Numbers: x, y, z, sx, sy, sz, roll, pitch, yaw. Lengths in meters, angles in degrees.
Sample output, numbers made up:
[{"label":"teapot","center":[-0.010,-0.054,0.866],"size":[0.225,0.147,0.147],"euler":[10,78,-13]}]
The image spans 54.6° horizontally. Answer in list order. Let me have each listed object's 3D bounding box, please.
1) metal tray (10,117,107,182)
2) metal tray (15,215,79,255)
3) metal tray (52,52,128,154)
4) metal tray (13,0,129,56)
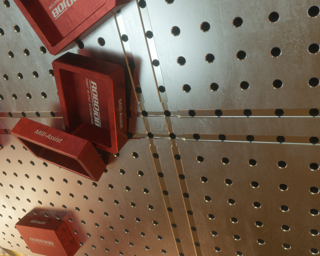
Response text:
[{"label":"metal tray","center":[-0.157,0.035,0.489],"size":[0.130,0.030,0.090],"euler":[18,153,18]},{"label":"metal tray","center":[-0.254,0.245,0.695],"size":[0.130,0.030,0.090],"euler":[-4,117,30]},{"label":"metal tray","center":[-0.094,-0.032,0.430],"size":[0.090,0.030,0.129],"euler":[17,131,18]},{"label":"metal tray","center":[-0.110,-0.156,0.370],"size":[0.130,0.030,0.090],"euler":[-22,107,36]}]
